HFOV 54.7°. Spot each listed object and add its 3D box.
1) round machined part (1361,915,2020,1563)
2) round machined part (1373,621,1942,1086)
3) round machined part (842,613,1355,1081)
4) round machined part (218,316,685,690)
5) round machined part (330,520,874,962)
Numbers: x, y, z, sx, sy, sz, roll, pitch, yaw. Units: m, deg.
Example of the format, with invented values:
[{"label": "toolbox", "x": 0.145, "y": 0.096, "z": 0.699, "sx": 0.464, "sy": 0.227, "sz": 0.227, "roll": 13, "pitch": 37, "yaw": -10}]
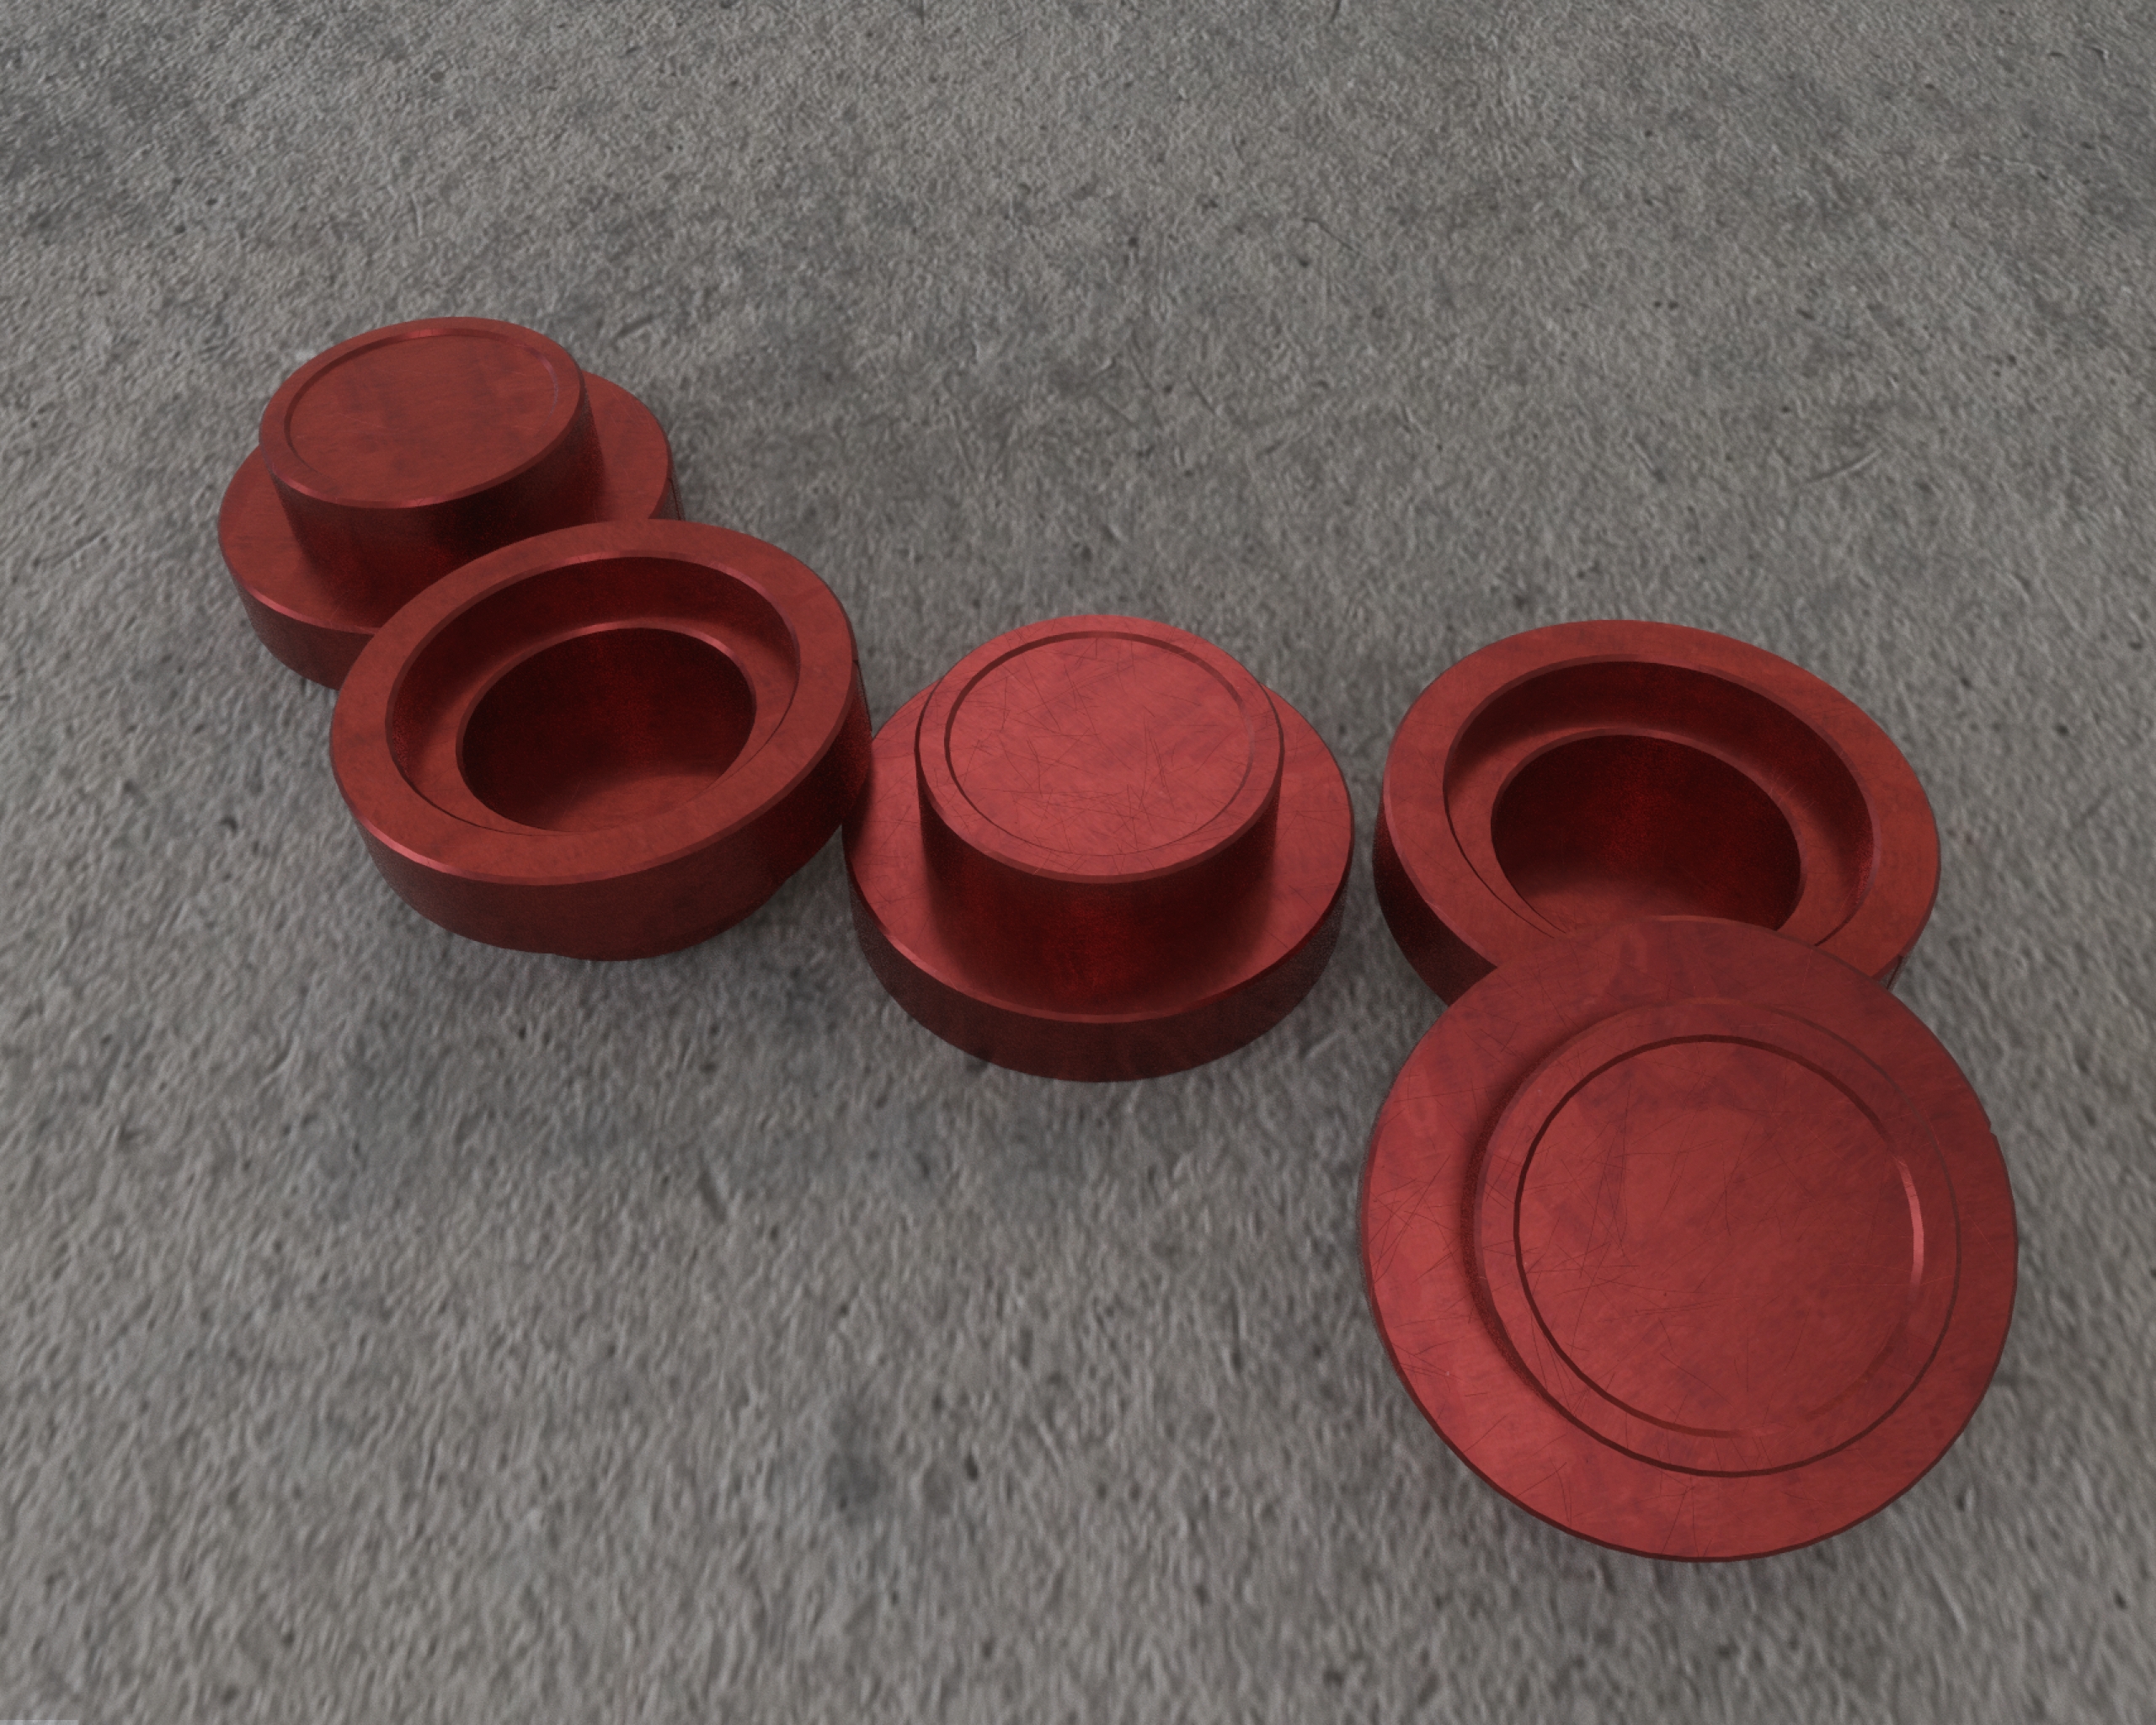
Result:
[{"label": "round machined part", "x": 0.093, "y": 0.056, "z": 0.317, "sx": 0.099, "sy": 0.042, "sz": 0.098, "roll": -1, "pitch": 80, "yaw": 4}, {"label": "round machined part", "x": 0.104, "y": 0.003, "z": 0.390, "sx": 0.099, "sy": 0.042, "sz": 0.098, "roll": 0, "pitch": 50, "yaw": 0}, {"label": "round machined part", "x": 0.004, "y": -0.010, "z": 0.400, "sx": 0.099, "sy": 0.042, "sz": 0.098, "roll": 0, "pitch": 50, "yaw": 0}, {"label": "round machined part", "x": -0.139, "y": -0.084, "z": 0.459, "sx": 0.099, "sy": 0.042, "sz": 0.098, "roll": -1, "pitch": 48, "yaw": 1}, {"label": "round machined part", "x": -0.089, "y": -0.019, "z": 0.405, "sx": 0.099, "sy": 0.042, "sz": 0.098, "roll": -2, "pitch": 48, "yaw": 3}]
